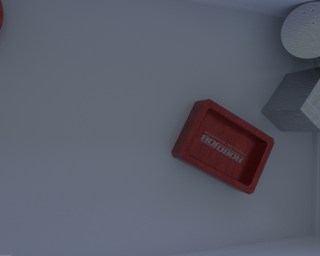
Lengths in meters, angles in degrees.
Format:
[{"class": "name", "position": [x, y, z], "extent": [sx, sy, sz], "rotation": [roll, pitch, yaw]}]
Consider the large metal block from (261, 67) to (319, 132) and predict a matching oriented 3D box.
[{"class": "large metal block", "position": [0.213, -0.041, 0.462], "extent": [0.050, 0.080, 0.080], "rotation": [41, 77, -16]}]

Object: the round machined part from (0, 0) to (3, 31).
[{"class": "round machined part", "position": [-0.208, -0.124, 0.306], "extent": [0.099, 0.042, 0.097], "rotation": [-3, 94, -43]}]

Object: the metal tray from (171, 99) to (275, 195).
[{"class": "metal tray", "position": [0.093, 0.028, 0.443], "extent": [0.131, 0.030, 0.090], "rotation": [29, 80, -18]}]

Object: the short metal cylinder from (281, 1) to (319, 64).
[{"class": "short metal cylinder", "position": [0.227, -0.139, 0.460], "extent": [0.050, 0.080, 0.079], "rotation": [-1, 91, -57]}]
